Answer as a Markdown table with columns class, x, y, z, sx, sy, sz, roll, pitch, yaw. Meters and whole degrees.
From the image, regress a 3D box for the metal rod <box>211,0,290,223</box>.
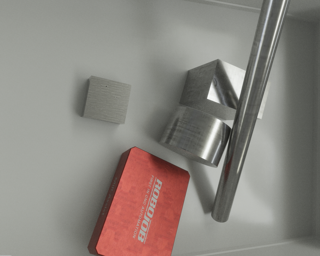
| class | x | y | z | sx | sy | sz | roll | pitch | yaw |
| --- | --- | --- | --- | --- | --- | --- | --- | --- | --- |
| metal rod | 0.100 | -0.001 | 0.373 | 0.025 | 0.025 | 0.298 | -6 | 122 | -20 |

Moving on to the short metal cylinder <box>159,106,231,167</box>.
| class | x | y | z | sx | sy | sz | roll | pitch | yaw |
| --- | --- | --- | --- | --- | --- | --- | --- | --- | --- |
| short metal cylinder | 0.046 | 0.012 | 0.399 | 0.080 | 0.080 | 0.050 | 27 | 81 | -19 |

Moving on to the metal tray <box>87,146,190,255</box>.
| class | x | y | z | sx | sy | sz | roll | pitch | yaw |
| --- | --- | --- | --- | --- | --- | --- | --- | --- | --- |
| metal tray | -0.021 | 0.099 | 0.379 | 0.090 | 0.030 | 0.130 | 27 | 61 | -18 |

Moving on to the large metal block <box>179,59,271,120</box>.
| class | x | y | z | sx | sy | sz | roll | pitch | yaw |
| --- | --- | --- | --- | --- | --- | --- | --- | --- | --- |
| large metal block | 0.084 | -0.047 | 0.414 | 0.081 | 0.080 | 0.050 | 18 | 84 | -20 |

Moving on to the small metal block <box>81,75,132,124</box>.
| class | x | y | z | sx | sy | sz | roll | pitch | yaw |
| --- | --- | --- | --- | --- | --- | --- | --- | --- | --- |
| small metal block | -0.067 | -0.034 | 0.386 | 0.050 | 0.025 | 0.050 | 11 | 86 | -20 |
